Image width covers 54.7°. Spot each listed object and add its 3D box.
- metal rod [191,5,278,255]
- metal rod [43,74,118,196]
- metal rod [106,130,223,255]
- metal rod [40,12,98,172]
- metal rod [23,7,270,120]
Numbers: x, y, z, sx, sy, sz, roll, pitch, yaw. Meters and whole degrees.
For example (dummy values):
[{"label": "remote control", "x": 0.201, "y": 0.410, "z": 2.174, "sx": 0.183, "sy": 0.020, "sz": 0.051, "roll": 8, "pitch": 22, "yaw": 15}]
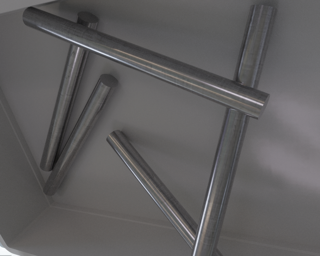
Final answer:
[{"label": "metal rod", "x": 0.069, "y": 0.031, "z": 0.320, "sx": 0.025, "sy": 0.025, "sz": 0.298, "roll": 15, "pitch": 102, "yaw": 19}, {"label": "metal rod", "x": -0.139, "y": 0.028, "z": 0.499, "sx": 0.025, "sy": 0.025, "sz": 0.298, "roll": 40, "pitch": 129, "yaw": 1}, {"label": "metal rod", "x": 0.024, "y": 0.113, "z": 0.392, "sx": 0.300, "sy": 0.025, "sz": 0.025, "roll": 48, "pitch": 133, "yaw": 25}, {"label": "metal rod", "x": -0.145, "y": -0.032, "z": 0.465, "sx": 0.025, "sy": 0.025, "sz": 0.298, "roll": 34, "pitch": 129, "yaw": 5}, {"label": "metal rod", "x": -0.034, "y": -0.078, "z": 0.329, "sx": 0.300, "sy": 0.025, "sz": 0.025, "roll": 25, "pitch": 128, "yaw": 22}]
